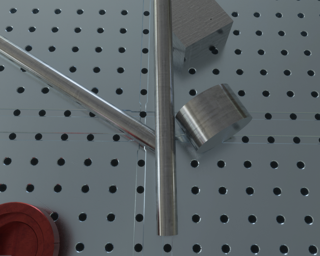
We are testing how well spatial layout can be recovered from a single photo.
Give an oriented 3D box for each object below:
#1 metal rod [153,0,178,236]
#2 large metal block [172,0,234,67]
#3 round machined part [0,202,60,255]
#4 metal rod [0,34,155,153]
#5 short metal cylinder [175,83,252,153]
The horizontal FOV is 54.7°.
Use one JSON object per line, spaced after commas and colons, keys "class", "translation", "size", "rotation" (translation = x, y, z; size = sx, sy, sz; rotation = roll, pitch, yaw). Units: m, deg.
{"class": "metal rod", "translation": [0.006, -0.023, 0.387], "size": [0.025, 0.025, 0.299], "rotation": [-1, 78, -1]}
{"class": "large metal block", "translation": [0.046, -0.150, 0.454], "size": [0.080, 0.050, 0.080], "rotation": [-31, 73, -11]}
{"class": "round machined part", "translation": [-0.163, 0.136, 0.351], "size": [0.099, 0.042, 0.098], "rotation": [0, 70, -1]}
{"class": "metal rod", "translation": [-0.122, -0.053, 0.429], "size": [0.301, 0.025, 0.025], "rotation": [32, 73, 10]}
{"class": "short metal cylinder", "translation": [0.066, -0.011, 0.387], "size": [0.080, 0.080, 0.050], "rotation": [-28, 73, -10]}
